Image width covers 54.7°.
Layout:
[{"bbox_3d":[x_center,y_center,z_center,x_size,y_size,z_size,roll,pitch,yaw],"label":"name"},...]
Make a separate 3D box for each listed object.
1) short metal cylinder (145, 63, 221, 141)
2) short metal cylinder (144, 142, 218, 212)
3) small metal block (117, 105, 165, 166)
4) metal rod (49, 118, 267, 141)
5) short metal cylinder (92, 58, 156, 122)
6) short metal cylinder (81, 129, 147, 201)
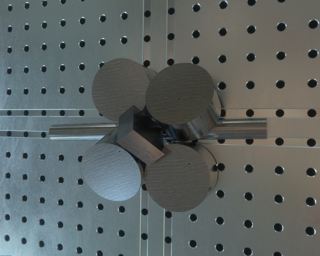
[{"bbox_3d":[0.029,-0.030,0.371,0.080,0.050,0.080,-8,64,17],"label":"short metal cylinder"},{"bbox_3d":[0.027,0.058,0.385,0.080,0.050,0.079,0,90,20],"label":"short metal cylinder"},{"bbox_3d":[-0.022,0.008,0.365,0.025,0.050,0.050,-38,120,22],"label":"small metal block"},{"bbox_3d":[-0.016,0.004,0.414,0.301,0.025,0.025,-1,90,19],"label":"metal rod"},{"bbox_3d":[-0.042,-0.048,0.410,0.080,0.050,0.079,0,90,20],"label":"short metal cylinder"},{"bbox_3d":[-0.053,0.046,0.401,0.080,0.050,0.079,6,112,16],"label":"short metal cylinder"}]
